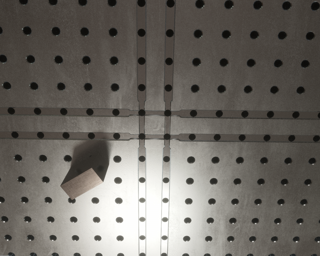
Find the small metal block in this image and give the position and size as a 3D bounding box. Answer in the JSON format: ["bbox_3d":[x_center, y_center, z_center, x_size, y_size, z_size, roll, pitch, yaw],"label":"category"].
[{"bbox_3d":[-0.101,0.064,0.422,0.050,0.050,0.025,-30,108,10],"label":"small metal block"}]
